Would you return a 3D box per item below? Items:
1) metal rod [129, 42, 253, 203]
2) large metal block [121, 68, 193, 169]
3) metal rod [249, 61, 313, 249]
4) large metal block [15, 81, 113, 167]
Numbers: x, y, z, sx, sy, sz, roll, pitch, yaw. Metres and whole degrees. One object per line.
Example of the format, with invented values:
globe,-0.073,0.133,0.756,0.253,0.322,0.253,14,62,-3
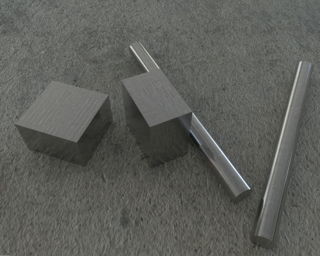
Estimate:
metal rod,0.026,-0.029,0.427,0.025,0.025,0.300,-20,53,-17
large metal block,-0.005,-0.011,0.377,0.050,0.080,0.080,-20,53,-17
metal rod,0.164,0.010,0.397,0.025,0.025,0.301,20,52,15
large metal block,-0.116,-0.007,0.392,0.080,0.050,0.080,15,52,12
